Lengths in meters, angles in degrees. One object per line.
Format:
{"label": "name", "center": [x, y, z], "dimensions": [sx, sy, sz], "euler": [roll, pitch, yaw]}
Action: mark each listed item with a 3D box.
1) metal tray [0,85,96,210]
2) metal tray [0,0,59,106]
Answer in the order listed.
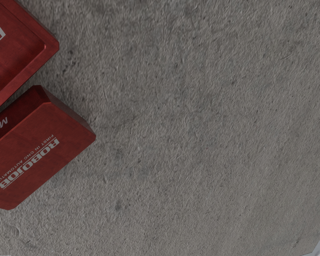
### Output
{"label": "metal tray", "center": [-0.143, 0.026, 0.324], "dimensions": [0.130, 0.030, 0.090], "euler": [-40, 148, -1]}
{"label": "metal tray", "center": [-0.168, -0.063, 0.272], "dimensions": [0.130, 0.030, 0.090], "euler": [-44, 129, 2]}
